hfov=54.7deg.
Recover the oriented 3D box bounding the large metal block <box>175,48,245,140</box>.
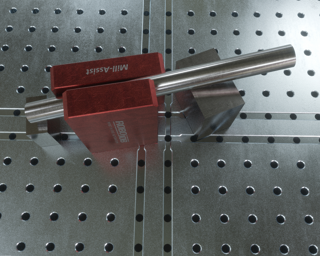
[{"bbox_3d":[0.058,-0.040,0.397,0.050,0.080,0.080,-21,72,-8],"label":"large metal block"}]

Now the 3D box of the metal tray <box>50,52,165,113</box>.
[{"bbox_3d":[-0.060,-0.052,0.395,0.131,0.090,0.030,-8,72,-4],"label":"metal tray"}]

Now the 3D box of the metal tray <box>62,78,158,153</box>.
[{"bbox_3d":[-0.049,-0.008,0.358,0.091,0.130,0.030,-9,71,-4],"label":"metal tray"}]

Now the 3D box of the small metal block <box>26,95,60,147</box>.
[{"bbox_3d":[-0.150,-0.008,0.399,0.025,0.050,0.050,-8,70,-3],"label":"small metal block"}]

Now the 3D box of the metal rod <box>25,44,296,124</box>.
[{"bbox_3d":[-0.004,-0.048,0.349,0.302,0.025,0.025,-12,70,5],"label":"metal rod"}]
